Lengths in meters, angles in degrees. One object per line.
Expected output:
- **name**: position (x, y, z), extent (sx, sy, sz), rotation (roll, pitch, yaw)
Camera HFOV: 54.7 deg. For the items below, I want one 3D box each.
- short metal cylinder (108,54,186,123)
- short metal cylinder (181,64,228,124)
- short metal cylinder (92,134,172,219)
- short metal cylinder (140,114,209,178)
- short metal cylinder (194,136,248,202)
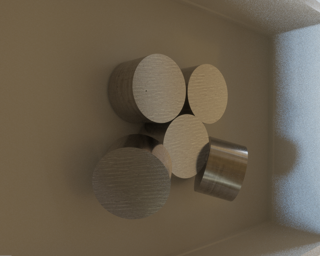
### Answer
- **short metal cylinder**: position (-0.015, -0.046, 0.376), extent (0.081, 0.050, 0.079), rotation (0, 90, -40)
- **short metal cylinder**: position (0.049, -0.046, 0.432), extent (0.081, 0.050, 0.079), rotation (0, 90, -40)
- **short metal cylinder**: position (-0.028, 0.051, 0.340), extent (0.050, 0.080, 0.080), rotation (-76, 151, -75)
- **short metal cylinder**: position (0.018, 0.022, 0.403), extent (0.081, 0.050, 0.079), rotation (0, 90, -40)
- **short metal cylinder**: position (0.083, 0.057, 0.433), extent (0.050, 0.080, 0.080), rotation (16, 77, 1)
